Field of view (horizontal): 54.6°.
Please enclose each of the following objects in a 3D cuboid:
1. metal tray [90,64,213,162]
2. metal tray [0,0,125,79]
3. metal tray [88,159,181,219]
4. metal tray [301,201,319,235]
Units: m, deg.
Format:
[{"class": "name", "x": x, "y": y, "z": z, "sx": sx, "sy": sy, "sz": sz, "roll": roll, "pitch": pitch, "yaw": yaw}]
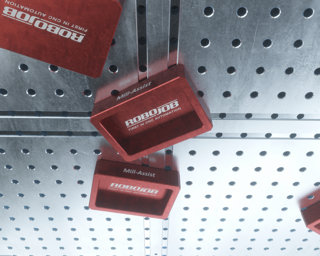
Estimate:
[{"class": "metal tray", "x": -0.010, "y": -0.014, "z": 0.395, "sx": 0.130, "sy": 0.030, "sz": 0.090, "roll": -23, "pitch": 127, "yaw": 18}, {"class": "metal tray", "x": -0.111, "y": -0.112, "z": 0.312, "sx": 0.131, "sy": 0.030, "sz": 0.089, "roll": 17, "pitch": 128, "yaw": -14}, {"class": "metal tray", "x": -0.042, "y": 0.100, "z": 0.492, "sx": 0.131, "sy": 0.030, "sz": 0.089, "roll": 11, "pitch": 129, "yaw": -9}, {"class": "metal tray", "x": 0.329, "y": 0.165, "z": 0.550, "sx": 0.130, "sy": 0.030, "sz": 0.090, "roll": 31, "pitch": 123, "yaw": -24}]
